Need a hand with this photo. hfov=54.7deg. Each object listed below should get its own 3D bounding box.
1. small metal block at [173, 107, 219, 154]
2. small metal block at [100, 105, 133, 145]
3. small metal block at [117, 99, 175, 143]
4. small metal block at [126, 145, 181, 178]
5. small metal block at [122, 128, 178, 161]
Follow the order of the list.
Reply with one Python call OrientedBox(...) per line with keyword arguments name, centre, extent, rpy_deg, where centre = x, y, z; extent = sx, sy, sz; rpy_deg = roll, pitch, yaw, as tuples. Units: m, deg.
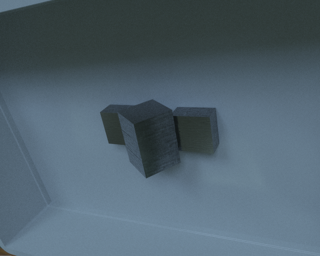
OrientedBox(name="small metal block", centre=(0.044, 0.002, 0.384), extent=(0.050, 0.025, 0.050), rpy_deg=(3, 120, 26))
OrientedBox(name="small metal block", centre=(-0.049, -0.004, 0.428), extent=(0.050, 0.025, 0.050), rpy_deg=(4, 120, 26))
OrientedBox(name="small metal block", centre=(-0.017, -0.010, 0.379), extent=(0.050, 0.050, 0.025), rpy_deg=(34, 140, 55))
OrientedBox(name="small metal block", centre=(-0.009, 0.034, 0.402), extent=(0.050, 0.050, 0.025), rpy_deg=(33, 140, 55))
OrientedBox(name="small metal block", centre=(-0.013, 0.012, 0.391), extent=(0.050, 0.050, 0.025), rpy_deg=(33, 140, 55))
